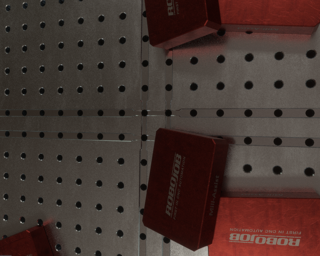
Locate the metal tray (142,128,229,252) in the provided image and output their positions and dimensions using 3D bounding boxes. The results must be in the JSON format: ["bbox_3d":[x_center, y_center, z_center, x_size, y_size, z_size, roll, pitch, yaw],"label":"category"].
[{"bbox_3d":[0.028,0.070,0.382,0.090,0.030,0.129,12,94,41],"label":"metal tray"}]

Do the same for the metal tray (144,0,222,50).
[{"bbox_3d":[0.022,-0.174,0.384,0.090,0.030,0.129,-9,87,41],"label":"metal tray"}]

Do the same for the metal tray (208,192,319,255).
[{"bbox_3d":[0.123,0.124,0.366,0.130,0.030,0.089,-3,89,19],"label":"metal tray"}]

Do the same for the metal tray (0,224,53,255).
[{"bbox_3d":[-0.230,0.217,0.488,0.130,0.030,0.090,-25,82,18],"label":"metal tray"}]

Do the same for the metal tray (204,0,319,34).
[{"bbox_3d":[0.122,-0.162,0.367,0.130,0.030,0.089,8,93,19],"label":"metal tray"}]
